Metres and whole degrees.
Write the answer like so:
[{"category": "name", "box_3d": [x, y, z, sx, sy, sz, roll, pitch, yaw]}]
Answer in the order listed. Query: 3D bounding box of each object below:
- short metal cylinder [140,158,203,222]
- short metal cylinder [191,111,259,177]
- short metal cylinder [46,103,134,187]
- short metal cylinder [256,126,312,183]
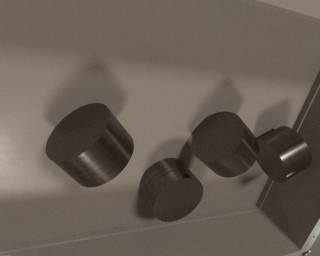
[{"category": "short metal cylinder", "box_3d": [0.017, 0.091, 0.460, 0.081, 0.050, 0.079, -14, 125, -21]}, {"category": "short metal cylinder", "box_3d": [0.092, 0.023, 0.440, 0.080, 0.080, 0.050, -46, 130, 3]}, {"category": "short metal cylinder", "box_3d": [-0.077, 0.018, 0.344, 0.080, 0.080, 0.050, -37, 130, -4]}, {"category": "short metal cylinder", "box_3d": [0.200, 0.043, 0.512, 0.050, 0.080, 0.080, -27, 128, -12]}]
